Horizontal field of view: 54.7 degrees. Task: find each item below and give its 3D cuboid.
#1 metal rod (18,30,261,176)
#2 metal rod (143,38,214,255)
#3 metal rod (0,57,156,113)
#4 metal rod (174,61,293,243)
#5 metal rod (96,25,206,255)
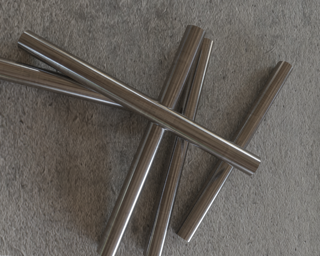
[{"bbox_3d":[-0.022,-0.028,0.356,0.301,0.025,0.025,29,80,-1],"label":"metal rod"},{"bbox_3d":[0.026,0.023,0.418,0.025,0.025,0.299,16,85,-19],"label":"metal rod"},{"bbox_3d":[-0.126,-0.054,0.362,0.302,0.025,0.025,13,86,-20],"label":"metal rod"},{"bbox_3d":[0.112,0.026,0.449,0.025,0.025,0.300,37,78,-16],"label":"metal rod"},{"bbox_3d":[-0.011,0.017,0.383,0.025,0.025,0.299,22,91,-19],"label":"metal rod"}]
